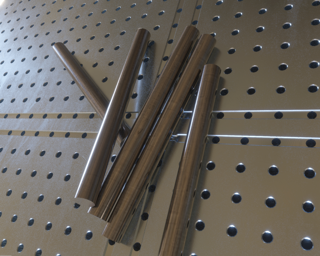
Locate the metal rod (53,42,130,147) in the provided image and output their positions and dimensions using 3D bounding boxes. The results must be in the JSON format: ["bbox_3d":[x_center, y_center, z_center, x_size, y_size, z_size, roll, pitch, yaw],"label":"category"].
[{"bbox_3d":[-0.119,-0.068,0.510,0.025,0.025,0.300,-41,51,0],"label":"metal rod"}]

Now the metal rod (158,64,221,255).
[{"bbox_3d":[0.033,0.053,0.357,0.025,0.025,0.300,2,62,29],"label":"metal rod"}]

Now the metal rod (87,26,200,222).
[{"bbox_3d":[-0.012,-0.022,0.415,0.025,0.025,0.300,11,64,32],"label":"metal rod"}]

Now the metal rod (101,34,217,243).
[{"bbox_3d":[0.006,0.000,0.403,0.025,0.025,0.300,14,69,33],"label":"metal rod"}]

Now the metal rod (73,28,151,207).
[{"bbox_3d":[-0.056,-0.037,0.431,0.025,0.025,0.300,-6,51,25],"label":"metal rod"}]
